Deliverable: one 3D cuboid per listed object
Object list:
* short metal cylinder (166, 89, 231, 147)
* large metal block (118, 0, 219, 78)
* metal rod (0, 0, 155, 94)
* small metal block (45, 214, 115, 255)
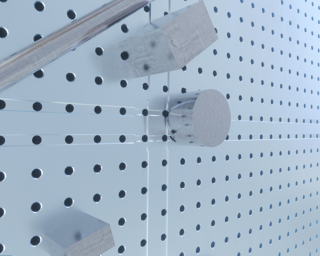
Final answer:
[{"bbox_3d":[0.056,-0.014,0.442,0.081,0.050,0.079,0,90,-40],"label":"short metal cylinder"},{"bbox_3d":[0.011,-0.108,0.384,0.080,0.080,0.050,-43,116,-32],"label":"large metal block"},{"bbox_3d":[-0.063,-0.128,0.357,0.301,0.025,0.025,-44,117,-31],"label":"metal rod"},{"bbox_3d":[-0.084,0.118,0.324,0.050,0.050,0.025,-20,103,-39],"label":"small metal block"}]
